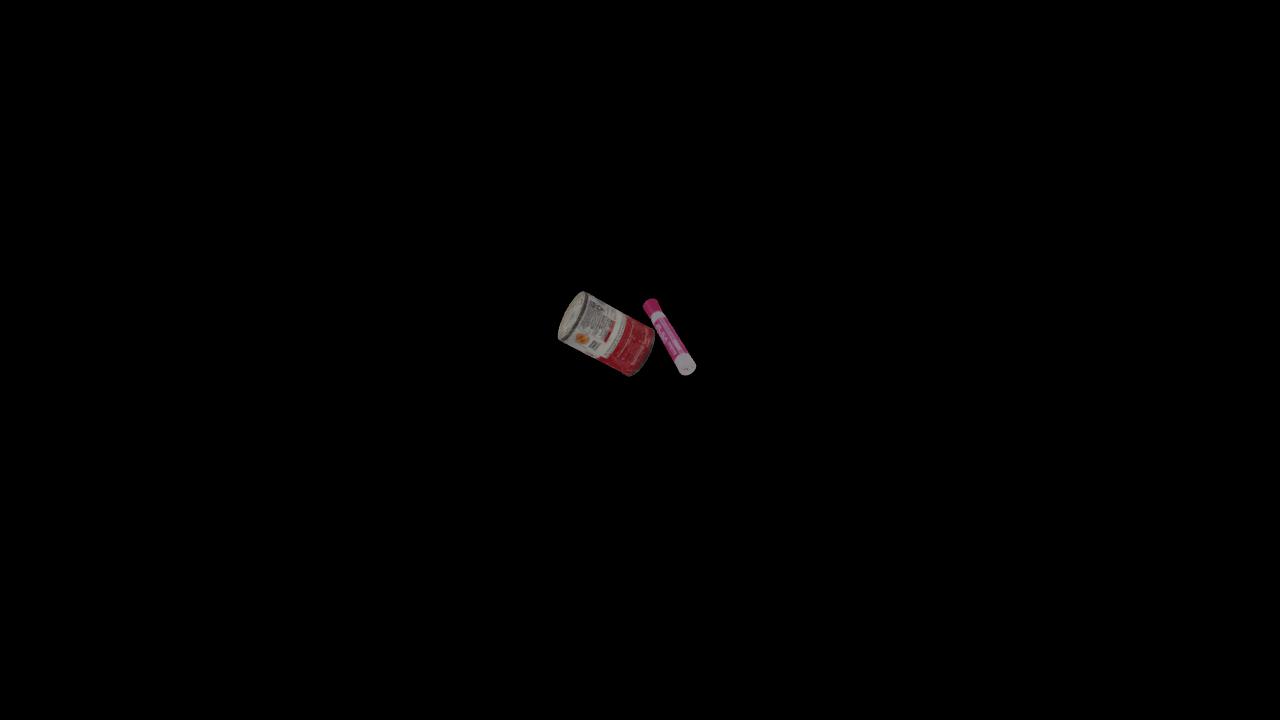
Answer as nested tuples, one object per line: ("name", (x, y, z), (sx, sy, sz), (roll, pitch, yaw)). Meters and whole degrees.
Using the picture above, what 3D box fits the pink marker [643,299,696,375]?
("pink marker", (0.030, -0.029, 0.672), (0.020, 0.020, 0.121), (0, 39, -25))

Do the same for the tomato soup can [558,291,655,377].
("tomato soup can", (-0.041, -0.031, 0.746), (0.101, 0.068, 0.068), (28, -11, -22))
